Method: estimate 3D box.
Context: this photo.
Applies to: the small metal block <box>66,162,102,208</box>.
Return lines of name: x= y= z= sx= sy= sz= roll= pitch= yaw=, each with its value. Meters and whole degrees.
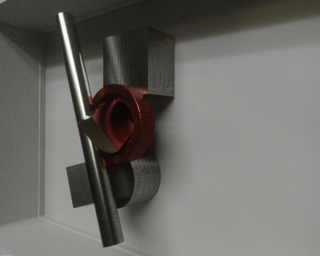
small metal block: x=-0.093 y=0.073 z=0.395 sx=0.025 sy=0.050 sz=0.050 roll=-15 pitch=78 yaw=5

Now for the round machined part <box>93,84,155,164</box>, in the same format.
round machined part: x=-0.045 y=-0.005 z=0.391 sx=0.098 sy=0.042 sz=0.097 roll=0 pitch=90 yaw=39

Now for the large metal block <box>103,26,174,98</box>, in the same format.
large metal block: x=-0.029 y=-0.080 z=0.409 sx=0.080 sy=0.050 sz=0.079 roll=0 pitch=90 yaw=39

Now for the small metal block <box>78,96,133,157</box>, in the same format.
small metal block: x=-0.063 y=-0.002 z=0.375 sx=0.025 sy=0.050 sz=0.050 roll=-22 pitch=111 yaw=34

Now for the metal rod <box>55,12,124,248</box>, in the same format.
metal rod: x=-0.091 y=-0.008 z=0.387 sx=0.025 sy=0.025 sz=0.299 roll=-24 pitch=75 yaw=37

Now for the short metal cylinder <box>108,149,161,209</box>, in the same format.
short metal cylinder: x=-0.046 y=0.066 z=0.425 sx=0.080 sy=0.050 sz=0.079 roll=0 pitch=90 yaw=39
